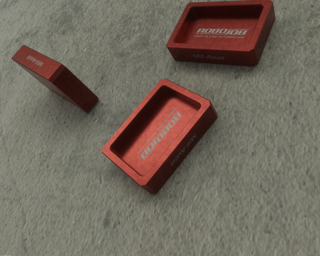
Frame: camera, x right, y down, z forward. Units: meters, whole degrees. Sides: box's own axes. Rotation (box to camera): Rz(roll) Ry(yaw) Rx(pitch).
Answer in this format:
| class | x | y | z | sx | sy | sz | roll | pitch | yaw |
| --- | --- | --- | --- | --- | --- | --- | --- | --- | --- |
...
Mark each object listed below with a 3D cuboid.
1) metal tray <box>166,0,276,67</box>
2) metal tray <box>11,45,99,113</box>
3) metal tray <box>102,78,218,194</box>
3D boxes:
| class | x | y | z | sx | sy | sz | roll | pitch | yaw |
| --- | --- | --- | --- | --- | --- | --- | --- | --- | --- |
| metal tray | 0.084 | -0.136 | 0.438 | 0.130 | 0.030 | 0.090 | 13 | 68 | 33 |
| metal tray | -0.168 | -0.079 | 0.496 | 0.130 | 0.090 | 0.030 | 28 | 78 | 37 |
| metal tray | -0.001 | 0.006 | 0.396 | 0.090 | 0.030 | 0.130 | 33 | 80 | 38 |
